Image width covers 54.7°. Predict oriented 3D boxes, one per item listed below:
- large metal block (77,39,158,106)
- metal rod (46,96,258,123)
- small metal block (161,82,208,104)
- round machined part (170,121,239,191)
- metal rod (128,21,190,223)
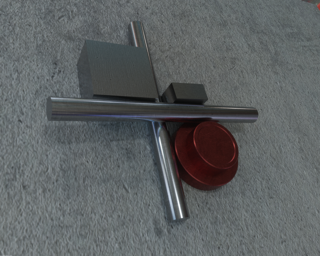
[{"bbox_3d":[-0.057,-0.060,0.396,0.081,0.050,0.080,1,62,-28],"label":"large metal block"},{"bbox_3d":[0.015,-0.020,0.395,0.303,0.025,0.025,0,62,-33],"label":"metal rod"},{"bbox_3d":[0.030,-0.038,0.430,0.050,0.050,0.025,-1,63,-29],"label":"small metal block"},{"bbox_3d":[0.064,0.030,0.411,0.099,0.042,0.098,14,56,-21],"label":"round machined part"},{"bbox_3d":[-0.008,-0.026,0.418,0.025,0.025,0.299,2,61,-28],"label":"metal rod"}]
